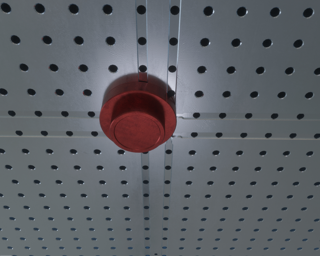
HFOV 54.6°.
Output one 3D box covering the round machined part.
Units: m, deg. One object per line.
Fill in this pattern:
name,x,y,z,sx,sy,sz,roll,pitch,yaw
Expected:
round machined part,-0.028,-0.006,0.395,0.099,0.042,0.097,0,130,0
